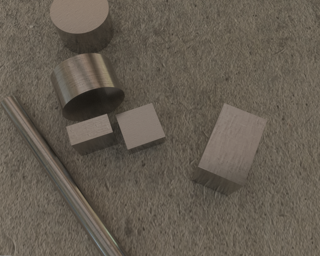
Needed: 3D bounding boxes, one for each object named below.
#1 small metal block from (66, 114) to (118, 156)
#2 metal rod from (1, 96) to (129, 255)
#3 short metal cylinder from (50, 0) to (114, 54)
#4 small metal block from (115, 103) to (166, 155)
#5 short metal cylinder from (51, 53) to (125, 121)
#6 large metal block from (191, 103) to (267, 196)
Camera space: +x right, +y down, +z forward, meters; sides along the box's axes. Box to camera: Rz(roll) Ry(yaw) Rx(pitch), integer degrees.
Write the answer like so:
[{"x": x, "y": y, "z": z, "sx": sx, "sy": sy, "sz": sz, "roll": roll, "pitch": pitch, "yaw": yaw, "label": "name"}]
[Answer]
[{"x": -0.084, "y": 0.010, "z": 0.390, "sx": 0.050, "sy": 0.050, "sz": 0.025, "roll": -18, "pitch": 71, "yaw": -7, "label": "small metal block"}, {"x": -0.110, "y": 0.076, "z": 0.379, "sx": 0.025, "sy": 0.025, "sz": 0.300, "roll": -36, "pitch": 74, "yaw": -12, "label": "metal rod"}, {"x": -0.111, "y": -0.155, "z": 0.450, "sx": 0.081, "sy": 0.050, "sz": 0.080, "roll": 0, "pitch": 70, "yaw": 0, "label": "short metal cylinder"}, {"x": -0.025, "y": 0.001, "z": 0.407, "sx": 0.050, "sy": 0.025, "sz": 0.050, "roll": -19, "pitch": 71, "yaw": -7, "label": "small metal block"}, {"x": -0.092, "y": -0.050, "z": 0.396, "sx": 0.080, "sy": 0.080, "sz": 0.050, "roll": -22, "pitch": 72, "yaw": -8, "label": "short metal cylinder"}, {"x": 0.079, "y": 0.029, "z": 0.369, "sx": 0.050, "sy": 0.080, "sz": 0.080, "roll": 23, "pitch": 72, "yaw": 8, "label": "large metal block"}]
